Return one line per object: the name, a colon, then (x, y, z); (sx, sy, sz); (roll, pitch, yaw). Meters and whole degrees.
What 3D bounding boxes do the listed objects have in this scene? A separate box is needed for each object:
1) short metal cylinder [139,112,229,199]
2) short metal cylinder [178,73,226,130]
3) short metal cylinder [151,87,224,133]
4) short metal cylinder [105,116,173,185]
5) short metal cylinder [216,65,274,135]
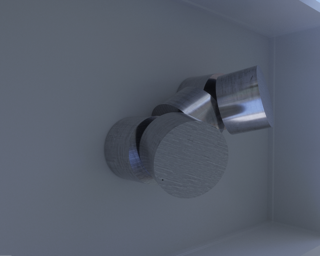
short metal cylinder: (0.024, 0.027, 0.326); (0.081, 0.050, 0.079); (-5, 104, -19)
short metal cylinder: (0.070, -0.037, 0.449); (0.081, 0.050, 0.079); (0, 90, -40)
short metal cylinder: (0.035, -0.007, 0.400); (0.050, 0.080, 0.080); (-37, 113, -34)
short metal cylinder: (-0.019, 0.026, 0.374); (0.081, 0.050, 0.079); (0, 90, -40)
short metal cylinder: (0.110, -0.035, 0.398); (0.080, 0.050, 0.080); (35, 49, -52)
